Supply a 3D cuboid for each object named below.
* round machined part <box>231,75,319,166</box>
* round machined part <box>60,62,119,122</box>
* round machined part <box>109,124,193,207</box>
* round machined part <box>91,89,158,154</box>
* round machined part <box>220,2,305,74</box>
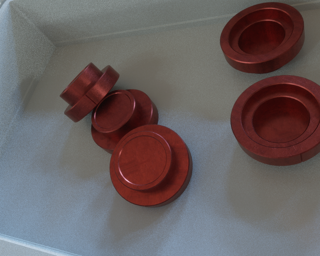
[{"bbox_3d":[0.129,-0.004,0.330,0.098,0.042,0.098,-13,56,20],"label":"round machined part"},{"bbox_3d":[-0.109,-0.058,0.457,0.098,0.042,0.098,-40,20,19],"label":"round machined part"},{"bbox_3d":[-0.014,0.042,0.361,0.098,0.042,0.098,-5,71,15],"label":"round machined part"},{"bbox_3d":[-0.055,-0.015,0.431,0.098,0.042,0.098,-13,56,20],"label":"round machined part"},{"bbox_3d":[0.130,-0.108,0.393,0.098,0.042,0.098,-13,56,20],"label":"round machined part"}]
